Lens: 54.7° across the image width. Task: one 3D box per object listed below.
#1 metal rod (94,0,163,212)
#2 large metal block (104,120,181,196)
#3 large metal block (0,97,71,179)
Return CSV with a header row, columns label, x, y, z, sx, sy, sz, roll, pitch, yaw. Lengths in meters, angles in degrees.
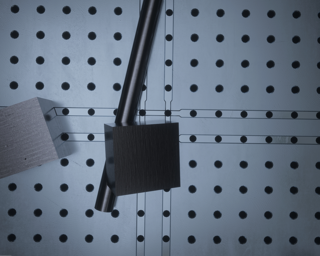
label,x,y,z,sx,sy,sz,roll,pitch,yaw
metal rod,-0.041,-0.037,0.412,0.025,0.025,0.298,13,90,-1
large metal block,-0.023,0.033,0.385,0.081,0.050,0.079,-4,96,-21
large metal block,-0.174,0.013,0.399,0.080,0.050,0.080,-19,90,-1
